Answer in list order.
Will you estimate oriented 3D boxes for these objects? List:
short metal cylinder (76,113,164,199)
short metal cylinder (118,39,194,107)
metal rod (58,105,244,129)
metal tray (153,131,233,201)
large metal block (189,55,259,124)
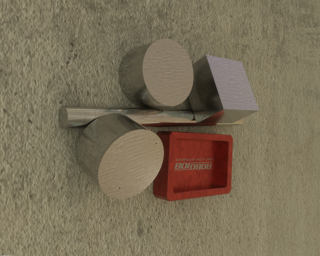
[{"bbox_3d":[-0.043,0.030,0.338,0.081,0.050,0.079,-19,123,-33],"label":"short metal cylinder"},{"bbox_3d":[-0.004,-0.066,0.386,0.081,0.050,0.080,0,89,-40],"label":"short metal cylinder"},{"bbox_3d":[0.015,-0.014,0.420,0.302,0.025,0.025,-1,91,-40],"label":"metal rod"},{"bbox_3d":[0.052,0.052,0.445,0.131,0.030,0.089,4,87,-40],"label":"metal tray"},{"bbox_3d":[0.087,-0.053,0.447,0.081,0.050,0.080,-1,70,-40],"label":"large metal block"}]
